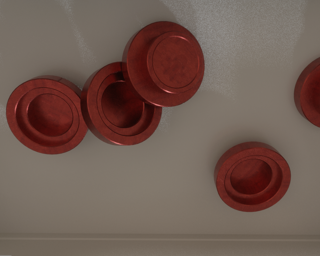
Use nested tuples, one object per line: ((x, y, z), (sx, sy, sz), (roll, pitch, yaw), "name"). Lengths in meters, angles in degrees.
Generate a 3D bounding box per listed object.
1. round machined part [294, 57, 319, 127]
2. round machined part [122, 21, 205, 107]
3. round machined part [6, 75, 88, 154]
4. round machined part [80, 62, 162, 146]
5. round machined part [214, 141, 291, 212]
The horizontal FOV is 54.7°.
((0.227, -0.043, 0.390), (0.099, 0.042, 0.097), (0, 110, -1), "round machined part")
((0.010, -0.073, 0.354), (0.099, 0.042, 0.097), (-2, 95, -24), "round machined part")
((-0.136, -0.019, 0.393), (0.099, 0.042, 0.097), (0, 110, -1), "round machined part")
((-0.049, -0.027, 0.374), (0.099, 0.042, 0.097), (3, 84, -35), "round machined part")
((0.123, 0.063, 0.427), (0.099, 0.042, 0.097), (0, 110, -1), "round machined part")
